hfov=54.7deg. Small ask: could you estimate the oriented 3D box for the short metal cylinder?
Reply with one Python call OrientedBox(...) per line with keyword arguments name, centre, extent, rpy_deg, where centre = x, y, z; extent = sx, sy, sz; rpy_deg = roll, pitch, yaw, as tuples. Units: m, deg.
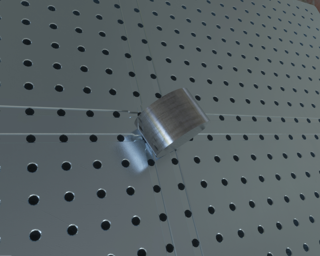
OrientedBox(name="short metal cylinder", centre=(0.016, -0.006, 0.386), extent=(0.081, 0.080, 0.050), rpy_deg=(-25, 76, -37))
